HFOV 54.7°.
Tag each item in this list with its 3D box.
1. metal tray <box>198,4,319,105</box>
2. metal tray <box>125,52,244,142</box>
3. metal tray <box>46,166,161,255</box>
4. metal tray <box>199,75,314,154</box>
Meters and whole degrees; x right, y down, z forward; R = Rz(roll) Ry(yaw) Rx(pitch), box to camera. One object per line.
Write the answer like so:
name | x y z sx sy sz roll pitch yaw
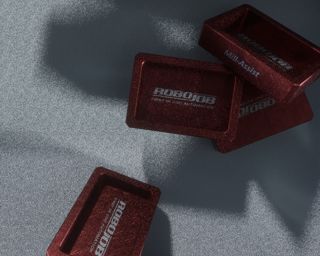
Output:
metal tray | 0.122 -0.093 0.365 0.091 0.030 0.130 -33 64 -32
metal tray | 0.030 -0.037 0.379 0.131 0.030 0.089 8 90 -1
metal tray | -0.059 0.113 0.362 0.090 0.130 0.030 21 130 2
metal tray | 0.122 -0.030 0.411 0.131 0.030 0.090 -21 90 -1
